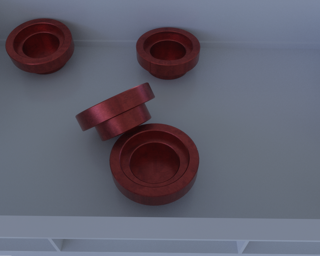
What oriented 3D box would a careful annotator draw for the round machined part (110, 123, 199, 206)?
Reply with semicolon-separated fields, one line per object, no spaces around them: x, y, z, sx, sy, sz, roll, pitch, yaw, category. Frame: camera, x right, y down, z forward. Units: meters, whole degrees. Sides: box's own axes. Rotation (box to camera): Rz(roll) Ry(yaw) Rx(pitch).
-0.006;0.045;0.356;0.099;0.042;0.098;0;50;0;round machined part

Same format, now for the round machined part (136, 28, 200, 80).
0.012;-0.114;0.490;0.099;0.042;0.098;0;50;0;round machined part

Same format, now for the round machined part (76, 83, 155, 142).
-0.050;-0.017;0.385;0.099;0.098;0.042;-28;96;-21;round machined part

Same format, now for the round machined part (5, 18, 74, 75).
-0.185;-0.124;0.490;0.099;0.042;0.098;1;60;-1;round machined part
